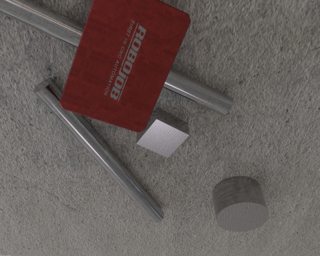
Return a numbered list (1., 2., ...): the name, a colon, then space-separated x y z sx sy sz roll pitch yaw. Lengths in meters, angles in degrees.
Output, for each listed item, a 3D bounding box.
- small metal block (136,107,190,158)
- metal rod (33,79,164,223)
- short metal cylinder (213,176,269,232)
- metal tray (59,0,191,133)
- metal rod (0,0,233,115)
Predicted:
1. small metal block: 0.003 0.007 0.413 0.050 0.025 0.050 26 125 -21
2. metal rod: -0.071 0.052 0.450 0.025 0.025 0.299 -21 127 17
3. short metal cylinder: 0.127 0.123 0.496 0.081 0.050 0.079 0 130 0
4. metal tray: -0.037 -0.069 0.313 0.091 0.030 0.129 19 106 -17
5. metal rod: -0.049 -0.082 0.336 0.302 0.025 0.025 22 127 -18
